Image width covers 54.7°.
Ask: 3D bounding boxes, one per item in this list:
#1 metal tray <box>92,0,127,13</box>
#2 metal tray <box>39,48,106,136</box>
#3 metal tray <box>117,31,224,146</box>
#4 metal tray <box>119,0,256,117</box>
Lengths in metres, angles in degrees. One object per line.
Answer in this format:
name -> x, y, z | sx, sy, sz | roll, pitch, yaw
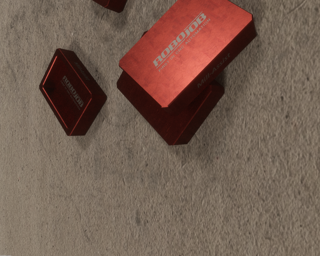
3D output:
metal tray -> -0.070, -0.249, 0.456 | 0.090, 0.030, 0.129 | 40, 114, 32
metal tray -> -0.151, -0.061, 0.522 | 0.130, 0.030, 0.090 | 51, 120, 27
metal tray -> 0.007, -0.052, 0.394 | 0.130, 0.030, 0.089 | 48, 118, 29
metal tray -> 0.028, -0.088, 0.344 | 0.130, 0.030, 0.090 | -46, 61, 3
